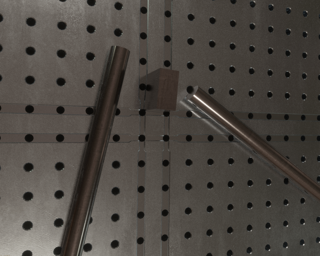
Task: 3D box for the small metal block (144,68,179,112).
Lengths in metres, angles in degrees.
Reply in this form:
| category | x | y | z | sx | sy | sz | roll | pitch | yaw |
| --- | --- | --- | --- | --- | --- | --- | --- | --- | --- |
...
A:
| category | x | y | z | sx | sy | sz | roll | pitch | yaw |
| --- | --- | --- | --- | --- | --- | --- | --- | --- | --- |
| small metal block | 0.001 | -0.047 | 0.401 | 0.025 | 0.050 | 0.050 | 6 | 88 | -20 |

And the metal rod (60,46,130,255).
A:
| category | x | y | z | sx | sy | sz | roll | pitch | yaw |
| --- | --- | --- | --- | --- | --- | --- | --- | --- | --- |
| metal rod | -0.083 | 0.045 | 0.382 | 0.025 | 0.025 | 0.298 | 14 | 85 | -20 |

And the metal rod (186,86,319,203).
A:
| category | x | y | z | sx | sy | sz | roll | pitch | yaw |
| --- | --- | --- | --- | --- | --- | --- | --- | --- | --- |
| metal rod | 0.161 | 0.035 | 0.474 | 0.301 | 0.025 | 0.025 | 36 | 78 | -17 |
